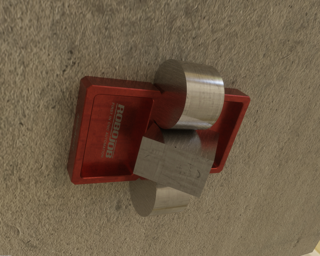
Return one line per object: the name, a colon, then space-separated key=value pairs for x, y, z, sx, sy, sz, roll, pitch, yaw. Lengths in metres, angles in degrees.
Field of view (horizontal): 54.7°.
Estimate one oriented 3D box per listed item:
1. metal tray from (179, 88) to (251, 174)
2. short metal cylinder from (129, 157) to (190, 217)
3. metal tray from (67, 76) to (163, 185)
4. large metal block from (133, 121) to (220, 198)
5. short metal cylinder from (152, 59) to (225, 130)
metal tray: x=0.066 y=0.006 z=0.445 sx=0.091 sy=0.030 sz=0.129 roll=1 pitch=118 yaw=-29
short metal cylinder: x=-0.002 y=0.076 z=0.419 sx=0.050 sy=0.080 sz=0.079 roll=2 pitch=118 yaw=-30
metal tray: x=-0.057 y=0.006 z=0.378 sx=0.091 sy=0.030 sz=0.129 roll=1 pitch=118 yaw=-29
large metal block: x=0.023 y=0.029 z=0.377 sx=0.080 sy=0.080 sz=0.050 roll=19 pitch=115 yaw=7
short metal cylinder: x=0.030 y=-0.038 z=0.366 sx=0.050 sy=0.080 sz=0.079 roll=2 pitch=118 yaw=-30
